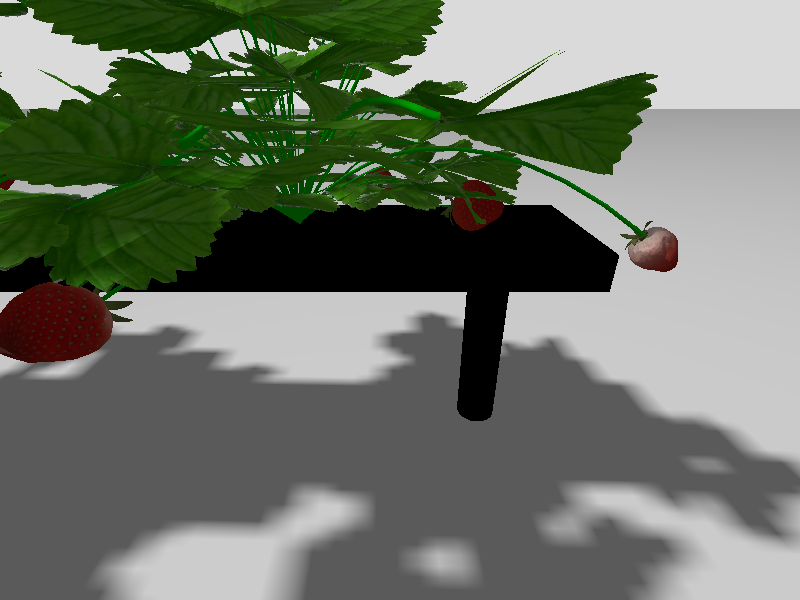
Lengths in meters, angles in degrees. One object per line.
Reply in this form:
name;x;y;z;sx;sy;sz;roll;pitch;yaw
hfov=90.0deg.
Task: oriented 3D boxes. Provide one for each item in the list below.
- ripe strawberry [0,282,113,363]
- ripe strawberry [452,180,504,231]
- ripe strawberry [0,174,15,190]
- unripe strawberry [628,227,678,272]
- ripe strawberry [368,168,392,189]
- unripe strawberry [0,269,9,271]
ripe strawberry;-0.143;0.011;0.164;0.038;0.034;0.035;7;28;13
ripe strawberry;0.064;-0.077;0.327;0.041;0.041;0.046;4;28;7
ripe strawberry;-0.463;-0.141;0.457;0.033;0.038;0.036;16;31;29
unripe strawberry;0.162;-0.030;0.254;0.027;0.028;0.031;-47;0;35
ripe strawberry;-0.022;-0.132;0.449;0.031;0.033;0.034;16;31;28
unripe strawberry;-0.258;-0.026;0.260;0.013;0.014;0.015;-16;31;-29
